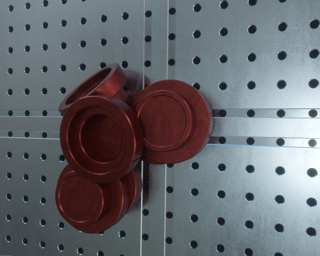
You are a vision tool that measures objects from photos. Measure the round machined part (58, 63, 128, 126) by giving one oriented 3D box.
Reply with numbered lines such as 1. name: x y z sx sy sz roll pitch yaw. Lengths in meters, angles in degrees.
1. round machined part: -0.082 -0.040 0.413 0.098 0.098 0.042 -29 116 17

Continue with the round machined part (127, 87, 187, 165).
1. round machined part: -0.004 -0.003 0.383 0.098 0.042 0.097 0 90 20

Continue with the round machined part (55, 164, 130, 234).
1. round machined part: -0.091 0.085 0.391 0.098 0.042 0.097 0 90 20

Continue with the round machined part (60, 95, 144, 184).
1. round machined part: -0.062 0.011 0.358 0.098 0.042 0.097 4 99 22

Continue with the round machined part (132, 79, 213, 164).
1. round machined part: 0.008 -0.007 0.355 0.098 0.042 0.097 0 89 20

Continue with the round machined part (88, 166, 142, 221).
1. round machined part: -0.077 0.075 0.409 0.098 0.042 0.097 0 90 20
